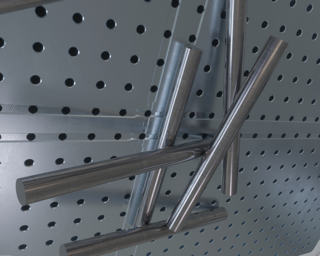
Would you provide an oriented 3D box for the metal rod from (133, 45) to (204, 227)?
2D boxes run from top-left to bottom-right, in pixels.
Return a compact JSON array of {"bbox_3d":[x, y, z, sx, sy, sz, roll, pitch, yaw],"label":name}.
[{"bbox_3d":[0.004,0.035,0.433,0.025,0.025,0.298,1,118,-29],"label":"metal rod"}]

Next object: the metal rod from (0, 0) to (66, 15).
[{"bbox_3d":[-0.019,-0.156,0.303,0.302,0.025,0.025,-21,127,-16],"label":"metal rod"}]

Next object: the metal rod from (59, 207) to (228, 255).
[{"bbox_3d":[-0.002,0.157,0.475,0.302,0.025,0.025,1,119,-39],"label":"metal rod"}]

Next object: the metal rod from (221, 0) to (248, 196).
[{"bbox_3d":[0.098,-0.037,0.417,0.025,0.025,0.298,-14,117,-21],"label":"metal rod"}]

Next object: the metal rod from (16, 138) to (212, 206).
[{"bbox_3d":[-0.014,0.040,0.378,0.302,0.025,0.025,-9,124,-42],"label":"metal rod"}]

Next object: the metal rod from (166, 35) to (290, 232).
[{"bbox_3d":[0.080,0.023,0.415,0.025,0.025,0.298,11,116,-33],"label":"metal rod"}]
